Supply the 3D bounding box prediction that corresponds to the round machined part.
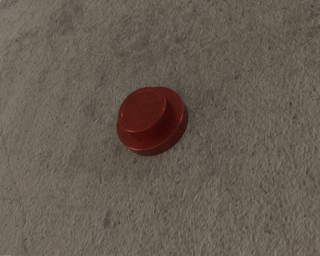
[{"bbox_3d":[-0.016,-0.015,0.410,0.098,0.042,0.098,-13,56,20],"label":"round machined part"}]
